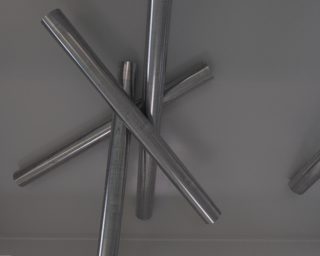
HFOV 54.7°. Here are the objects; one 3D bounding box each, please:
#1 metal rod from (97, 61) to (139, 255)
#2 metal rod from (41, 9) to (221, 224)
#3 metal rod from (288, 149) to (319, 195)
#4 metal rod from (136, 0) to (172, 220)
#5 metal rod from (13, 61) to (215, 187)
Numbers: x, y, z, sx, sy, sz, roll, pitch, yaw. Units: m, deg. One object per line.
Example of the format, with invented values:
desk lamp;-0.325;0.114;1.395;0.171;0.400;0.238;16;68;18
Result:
metal rod;-0.054;0.069;0.372;0.025;0.025;0.298;6;86;-2
metal rod;-0.025;-0.004;0.358;0.025;0.025;0.300;-36;102;12
metal rod;0.235;-0.017;0.345;0.025;0.025;0.298;15;133;-6
metal rod;-0.012;-0.003;0.385;0.025;0.025;0.298;4;119;-2
metal rod;-0.068;0.000;0.410;0.300;0.025;0.025;-29;108;10
